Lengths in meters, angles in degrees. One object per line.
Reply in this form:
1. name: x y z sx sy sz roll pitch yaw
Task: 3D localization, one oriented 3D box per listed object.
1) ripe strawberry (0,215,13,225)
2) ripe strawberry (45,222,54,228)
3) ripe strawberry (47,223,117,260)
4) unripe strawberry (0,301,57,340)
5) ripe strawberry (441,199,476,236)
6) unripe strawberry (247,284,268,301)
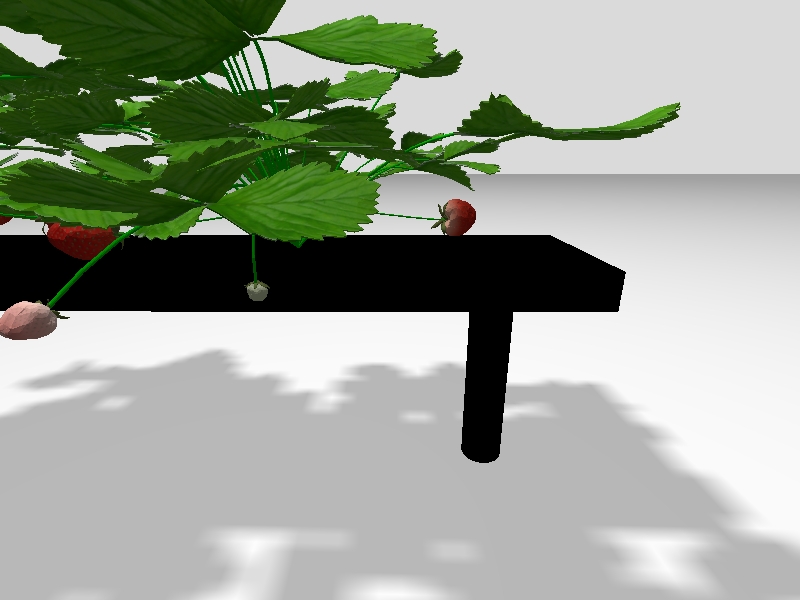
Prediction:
1. ripe strawberry: -0.489 -0.114 0.485 0.045 0.047 0.049 6 19 18
2. ripe strawberry: -0.328 -0.083 0.397 0.039 0.040 0.035 -4 19 -13
3. ripe strawberry: -0.240 -0.049 0.304 0.042 0.036 0.042 -6 20 -16
4. unripe strawberry: -0.155 0.010 0.166 0.019 0.017 0.017 6 33 17
5. ripe strawberry: 0.059 -0.082 0.400 0.036 0.037 0.033 -6 20 -19
6. unripe strawberry: -0.075 -0.004 0.212 0.011 0.010 0.010 -2 19 -5
